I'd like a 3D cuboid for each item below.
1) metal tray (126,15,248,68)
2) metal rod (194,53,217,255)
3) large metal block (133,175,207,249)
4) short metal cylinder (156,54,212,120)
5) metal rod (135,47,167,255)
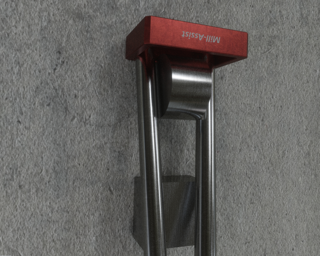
[{"bbox_3d":[0.031,-0.102,0.388,0.131,0.090,0.030,2,90,-20],"label":"metal tray"},{"bbox_3d":[0.056,0.046,0.383,0.025,0.025,0.299,9,72,-20],"label":"metal rod"},{"bbox_3d":[0.011,0.105,0.400,0.081,0.050,0.079,2,90,-20],"label":"large metal block"},{"bbox_3d":[0.023,-0.050,0.391,0.050,0.080,0.079,2,90,-21],"label":"short metal cylinder"},{"bbox_3d":[-0.011,0.042,0.359,0.025,0.025,0.299,2,74,-20],"label":"metal rod"}]
